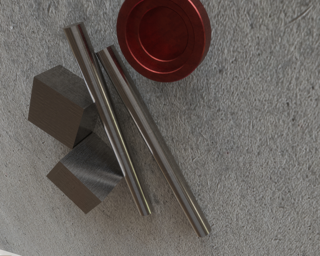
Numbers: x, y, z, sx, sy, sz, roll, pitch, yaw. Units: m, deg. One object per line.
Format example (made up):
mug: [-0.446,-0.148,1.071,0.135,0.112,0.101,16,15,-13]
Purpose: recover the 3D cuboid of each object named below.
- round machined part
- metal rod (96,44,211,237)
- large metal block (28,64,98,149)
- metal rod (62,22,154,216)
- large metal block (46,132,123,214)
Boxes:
round machined part: [0.007,-0.101,0.328,0.098,0.042,0.097,13,124,20]
metal rod: [-0.001,0.029,0.423,0.025,0.025,0.299,-16,110,34]
large metal block: [-0.134,-0.030,0.441,0.080,0.050,0.079,33,129,6]
metal rod: [-0.062,0.007,0.428,0.025,0.025,0.298,-1,122,28]
large metal block: [-0.105,0.066,0.466,0.080,0.080,0.050,45,129,-4]
